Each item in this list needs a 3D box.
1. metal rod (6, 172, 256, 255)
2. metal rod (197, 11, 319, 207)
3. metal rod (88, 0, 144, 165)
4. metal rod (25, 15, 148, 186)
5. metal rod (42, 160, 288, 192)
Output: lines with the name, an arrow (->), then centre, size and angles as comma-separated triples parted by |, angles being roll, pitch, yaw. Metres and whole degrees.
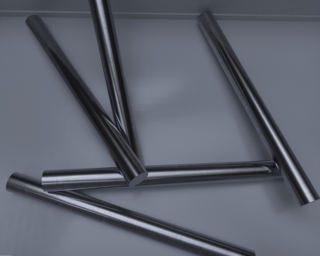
metal rod -> -0.039, 0.110, 0.368 | 0.301, 0.025, 0.025 | 17, 71, 5
metal rod -> 0.118, -0.042, 0.409 | 0.025, 0.025, 0.299 | -18, 65, -7
metal rod -> -0.062, -0.097, 0.376 | 0.025, 0.025, 0.298 | -12, 97, -5
metal rod -> -0.107, -0.051, 0.404 | 0.025, 0.025, 0.300 | -32, 65, -11
metal rod -> 0.016, 0.057, 0.377 | 0.302, 0.025, 0.025 | -2, 70, -6
